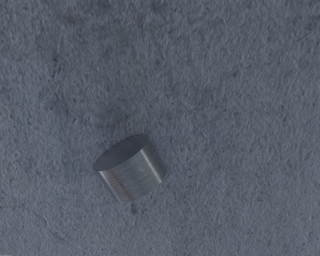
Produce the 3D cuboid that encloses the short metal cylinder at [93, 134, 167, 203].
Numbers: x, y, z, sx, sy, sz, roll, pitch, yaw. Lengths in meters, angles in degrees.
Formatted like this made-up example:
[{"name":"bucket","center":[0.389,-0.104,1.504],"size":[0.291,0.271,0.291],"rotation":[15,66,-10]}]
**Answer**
[{"name":"short metal cylinder","center":[-0.038,0.050,0.399],"size":[0.080,0.080,0.050],"rotation":[-26,108,9]}]
